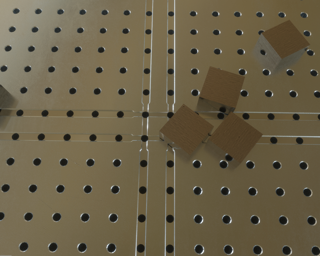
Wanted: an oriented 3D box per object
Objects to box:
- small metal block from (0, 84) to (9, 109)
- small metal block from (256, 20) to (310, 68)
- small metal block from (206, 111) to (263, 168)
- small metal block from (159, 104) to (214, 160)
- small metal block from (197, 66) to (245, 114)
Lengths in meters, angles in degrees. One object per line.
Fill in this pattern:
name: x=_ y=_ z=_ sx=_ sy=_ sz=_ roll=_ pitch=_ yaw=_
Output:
small metal block: x=-0.247 y=-0.040 z=0.425 sx=0.050 sy=0.025 sz=0.050 roll=17 pitch=71 yaw=6
small metal block: x=0.181 y=-0.124 z=0.458 sx=0.050 sy=0.025 sz=0.050 roll=-27 pitch=72 yaw=-10
small metal block: x=0.097 y=0.015 z=0.407 sx=0.050 sy=0.025 sz=0.050 roll=38 pitch=74 yaw=13
small metal block: x=0.034 y=0.005 z=0.410 sx=0.050 sy=0.025 sz=0.050 roll=38 pitch=74 yaw=13
small metal block: x=0.085 y=-0.052 z=0.431 sx=0.050 sy=0.025 sz=0.050 roll=18 pitch=71 yaw=6
